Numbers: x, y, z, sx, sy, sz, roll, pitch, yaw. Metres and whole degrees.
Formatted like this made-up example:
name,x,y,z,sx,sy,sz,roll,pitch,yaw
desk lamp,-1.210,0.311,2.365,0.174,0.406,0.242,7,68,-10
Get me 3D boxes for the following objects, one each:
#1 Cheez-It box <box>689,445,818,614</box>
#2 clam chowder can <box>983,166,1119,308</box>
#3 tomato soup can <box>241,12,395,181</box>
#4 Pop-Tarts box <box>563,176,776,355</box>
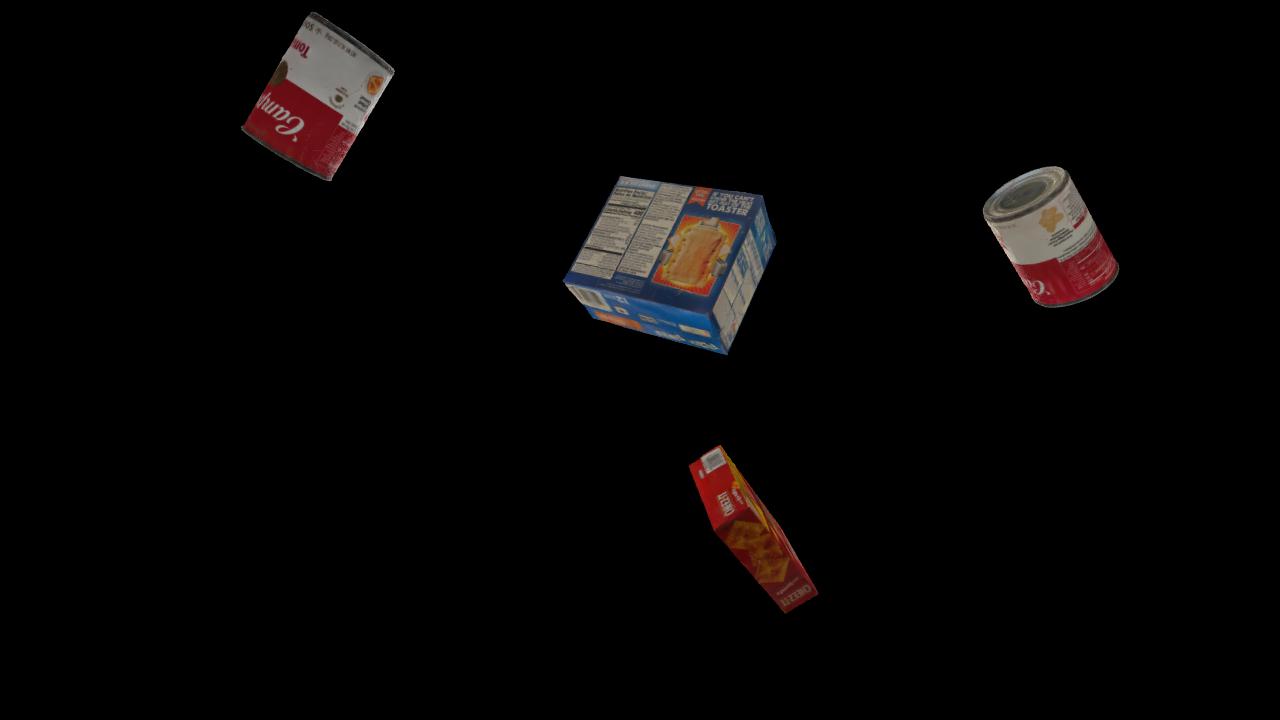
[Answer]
name,x,y,z,sx,sy,sz,roll,pitch,yaw
Cheez-It box,0.175,0.264,0.970,0.071,0.223,0.166,-35,25,7
clam chowder can,0.350,-0.104,0.526,0.068,0.102,0.068,-37,19,15
tomato soup can,-0.241,-0.198,0.467,0.068,0.101,0.068,34,4,-3
Pop-Tarts box,0.033,-0.101,0.635,0.167,0.141,0.083,16,-19,27
